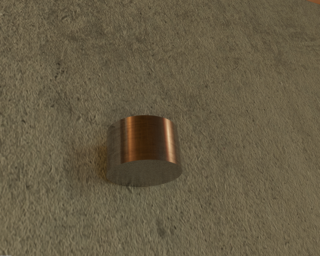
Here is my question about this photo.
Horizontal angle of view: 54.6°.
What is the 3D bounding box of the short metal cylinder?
[{"bbox_3d":[-0.018,0.028,0.341,0.081,0.080,0.050,9,58,-24],"label":"short metal cylinder"}]
